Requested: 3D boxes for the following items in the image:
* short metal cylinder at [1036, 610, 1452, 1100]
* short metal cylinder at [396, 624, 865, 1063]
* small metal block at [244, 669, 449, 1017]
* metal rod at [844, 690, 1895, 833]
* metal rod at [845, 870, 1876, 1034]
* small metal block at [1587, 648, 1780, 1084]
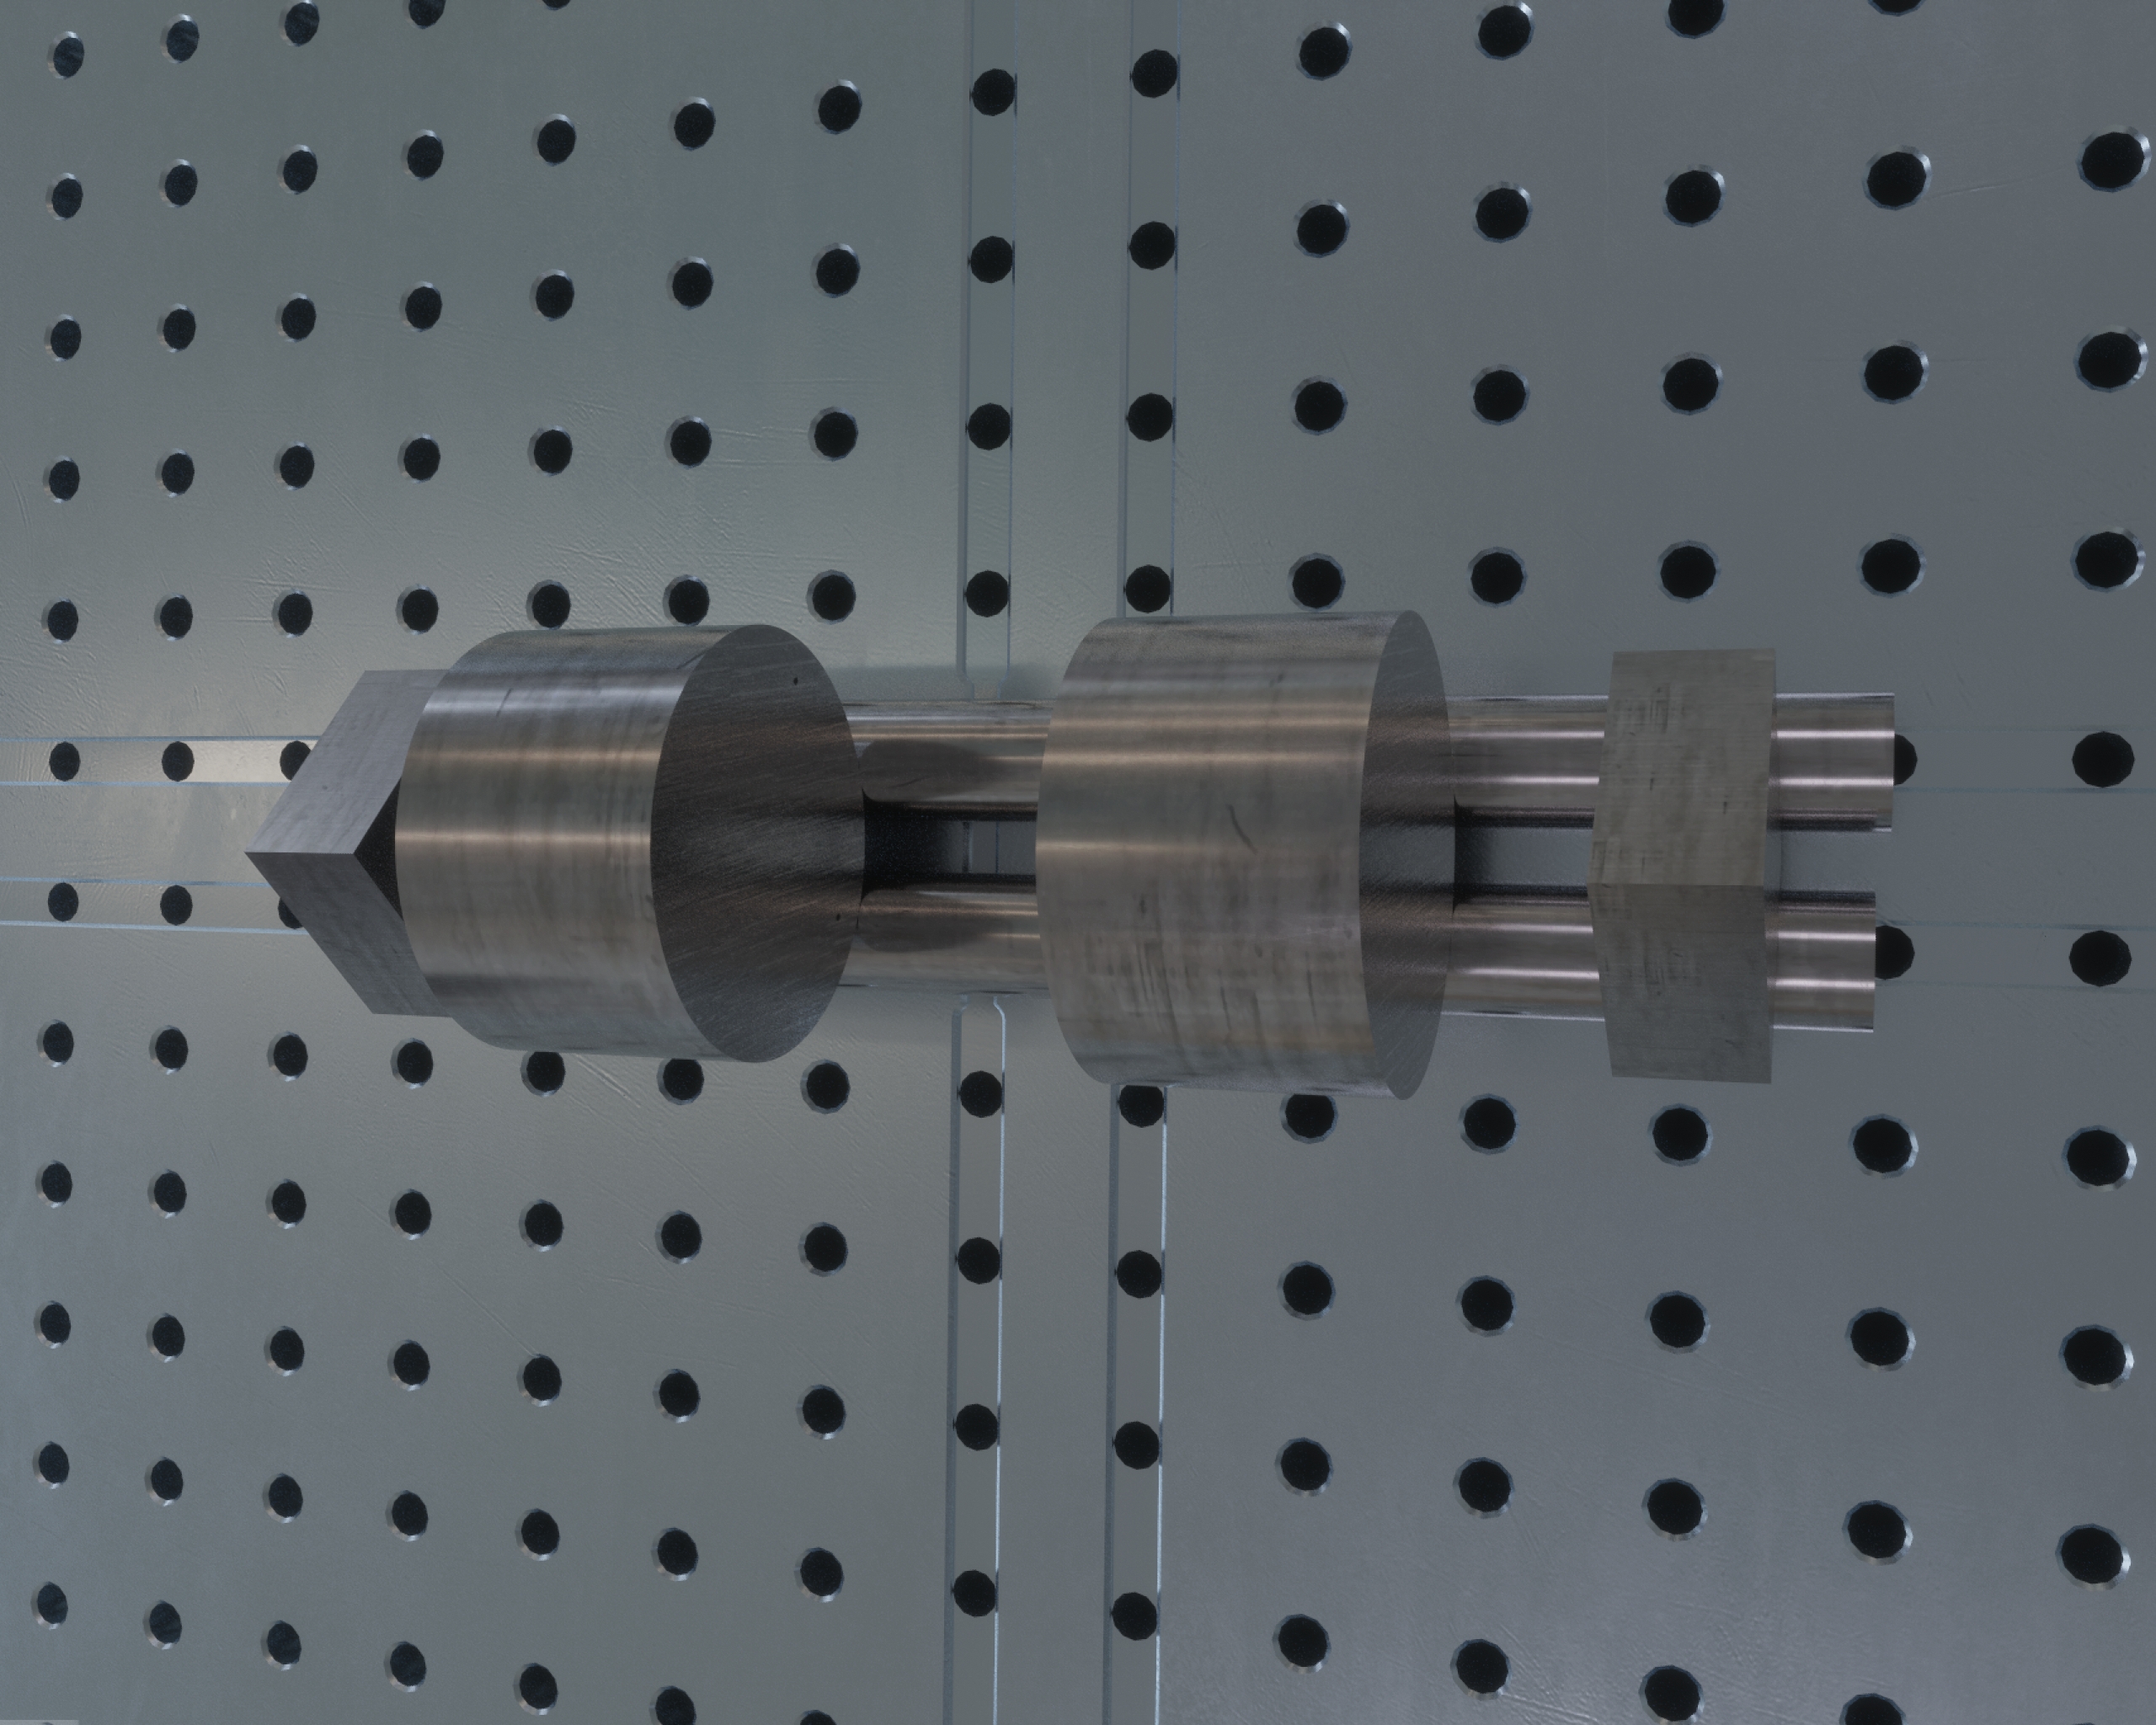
[{"bbox_3d":[0.031,-0.002,0.349,0.050,0.080,0.079,1,90,20],"label":"short metal cylinder"},{"bbox_3d":[-0.080,-0.004,0.388,0.050,0.080,0.079,1,90,20],"label":"short metal cylinder"},{"bbox_3d":[-0.133,-0.004,0.422,0.025,0.050,0.050,1,48,20],"label":"small metal block"},{"bbox_3d":[0.000,-0.020,0.413,0.301,0.025,0.025,1,91,19],"label":"metal rod"},{"bbox_3d":[-0.003,0.015,0.414,0.301,0.025,0.025,1,91,19],"label":"metal rod"},{"bbox_3d":[0.100,0.001,0.340,0.025,0.050,0.050,1,49,20],"label":"small metal block"}]
